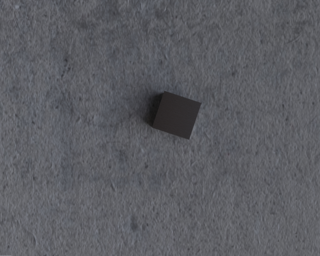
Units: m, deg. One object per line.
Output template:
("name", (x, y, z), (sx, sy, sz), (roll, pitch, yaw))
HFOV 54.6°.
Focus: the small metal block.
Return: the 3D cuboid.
("small metal block", (0.022, -0.016, 0.410), (0.050, 0.025, 0.050), (18, 90, 0))
